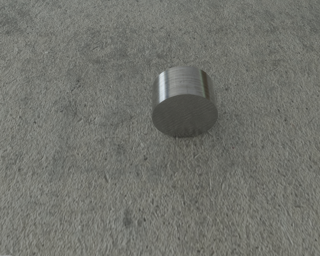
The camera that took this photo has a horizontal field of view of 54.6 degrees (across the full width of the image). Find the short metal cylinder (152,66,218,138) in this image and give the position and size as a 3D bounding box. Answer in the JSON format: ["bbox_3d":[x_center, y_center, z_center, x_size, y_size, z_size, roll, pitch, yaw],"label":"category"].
[{"bbox_3d":[0.030,-0.032,0.395,0.080,0.080,0.050,-1,50,0],"label":"short metal cylinder"}]
